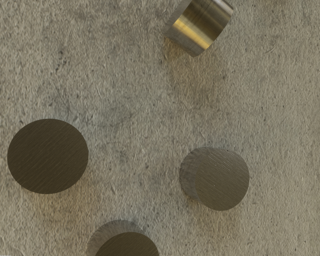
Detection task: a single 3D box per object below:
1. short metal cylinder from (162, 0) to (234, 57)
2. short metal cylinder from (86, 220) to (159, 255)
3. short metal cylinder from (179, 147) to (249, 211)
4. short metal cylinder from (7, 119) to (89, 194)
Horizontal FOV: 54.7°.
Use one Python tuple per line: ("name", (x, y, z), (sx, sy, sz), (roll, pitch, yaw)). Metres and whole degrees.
("short metal cylinder", (0.047, -0.138, 0.397), (0.050, 0.080, 0.080), (34, 79, -17))
("short metal cylinder", (-0.047, 0.159, 0.379), (0.081, 0.050, 0.080), (0, 90, -20))
("short metal cylinder", (0.073, 0.067, 0.423), (0.081, 0.050, 0.080), (0, 90, -20))
("short metal cylinder", (-0.125, 0.030, 0.350), (0.081, 0.050, 0.080), (0, 90, -20))
